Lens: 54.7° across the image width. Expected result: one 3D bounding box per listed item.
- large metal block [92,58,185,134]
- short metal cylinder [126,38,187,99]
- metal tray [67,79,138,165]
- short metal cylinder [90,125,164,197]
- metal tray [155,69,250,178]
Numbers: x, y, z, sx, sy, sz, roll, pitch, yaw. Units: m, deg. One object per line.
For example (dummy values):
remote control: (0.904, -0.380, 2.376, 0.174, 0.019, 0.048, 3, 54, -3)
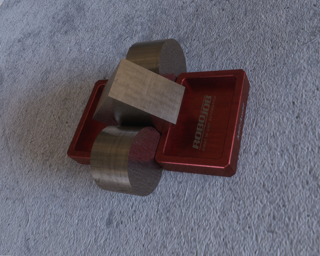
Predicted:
large metal block: (-0.028, -0.030, 0.377, 0.080, 0.080, 0.050, -35, 36, 61)
short metal cylinder: (-0.004, -0.078, 0.420, 0.050, 0.080, 0.080, 2, 63, 29)
metal tray: (-0.070, -0.010, 0.445, 0.090, 0.030, 0.130, 2, 62, 29)
short metal cylinder: (-0.036, 0.037, 0.366, 0.050, 0.080, 0.080, 2, 63, 29)
metal tray: (0.054, -0.009, 0.380, 0.090, 0.030, 0.130, 2, 62, 29)
